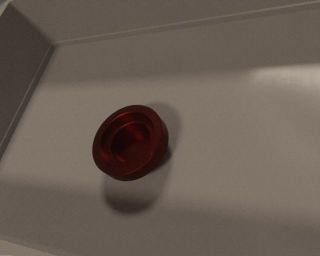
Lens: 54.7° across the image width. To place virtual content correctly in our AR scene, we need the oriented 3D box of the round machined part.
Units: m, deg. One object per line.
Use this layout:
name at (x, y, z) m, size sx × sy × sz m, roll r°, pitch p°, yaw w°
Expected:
round machined part at (-0.034, 0.022, 0.398) m, size 0.098 × 0.042 × 0.098 m, roll -13°, pitch 56°, yaw 20°
